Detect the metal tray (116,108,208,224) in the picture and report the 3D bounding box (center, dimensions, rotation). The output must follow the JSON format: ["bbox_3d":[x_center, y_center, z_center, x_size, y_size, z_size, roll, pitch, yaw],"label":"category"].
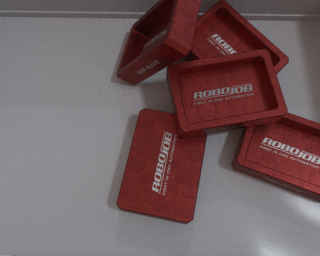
[{"bbox_3d":[0.006,0.046,0.390,0.090,0.030,0.130,11,70,4],"label":"metal tray"}]

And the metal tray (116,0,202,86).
[{"bbox_3d":[-0.005,-0.116,0.399,0.030,0.130,0.090,25,68,-27],"label":"metal tray"}]

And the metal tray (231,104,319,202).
[{"bbox_3d":[0.168,0.031,0.396,0.131,0.030,0.090,20,71,7],"label":"metal tray"}]

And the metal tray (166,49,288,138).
[{"bbox_3d":[0.080,-0.043,0.387,0.131,0.030,0.090,-10,74,-4],"label":"metal tray"}]

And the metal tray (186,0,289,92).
[{"bbox_3d":[0.100,-0.105,0.435,0.090,0.030,0.130,-43,81,-9],"label":"metal tray"}]
